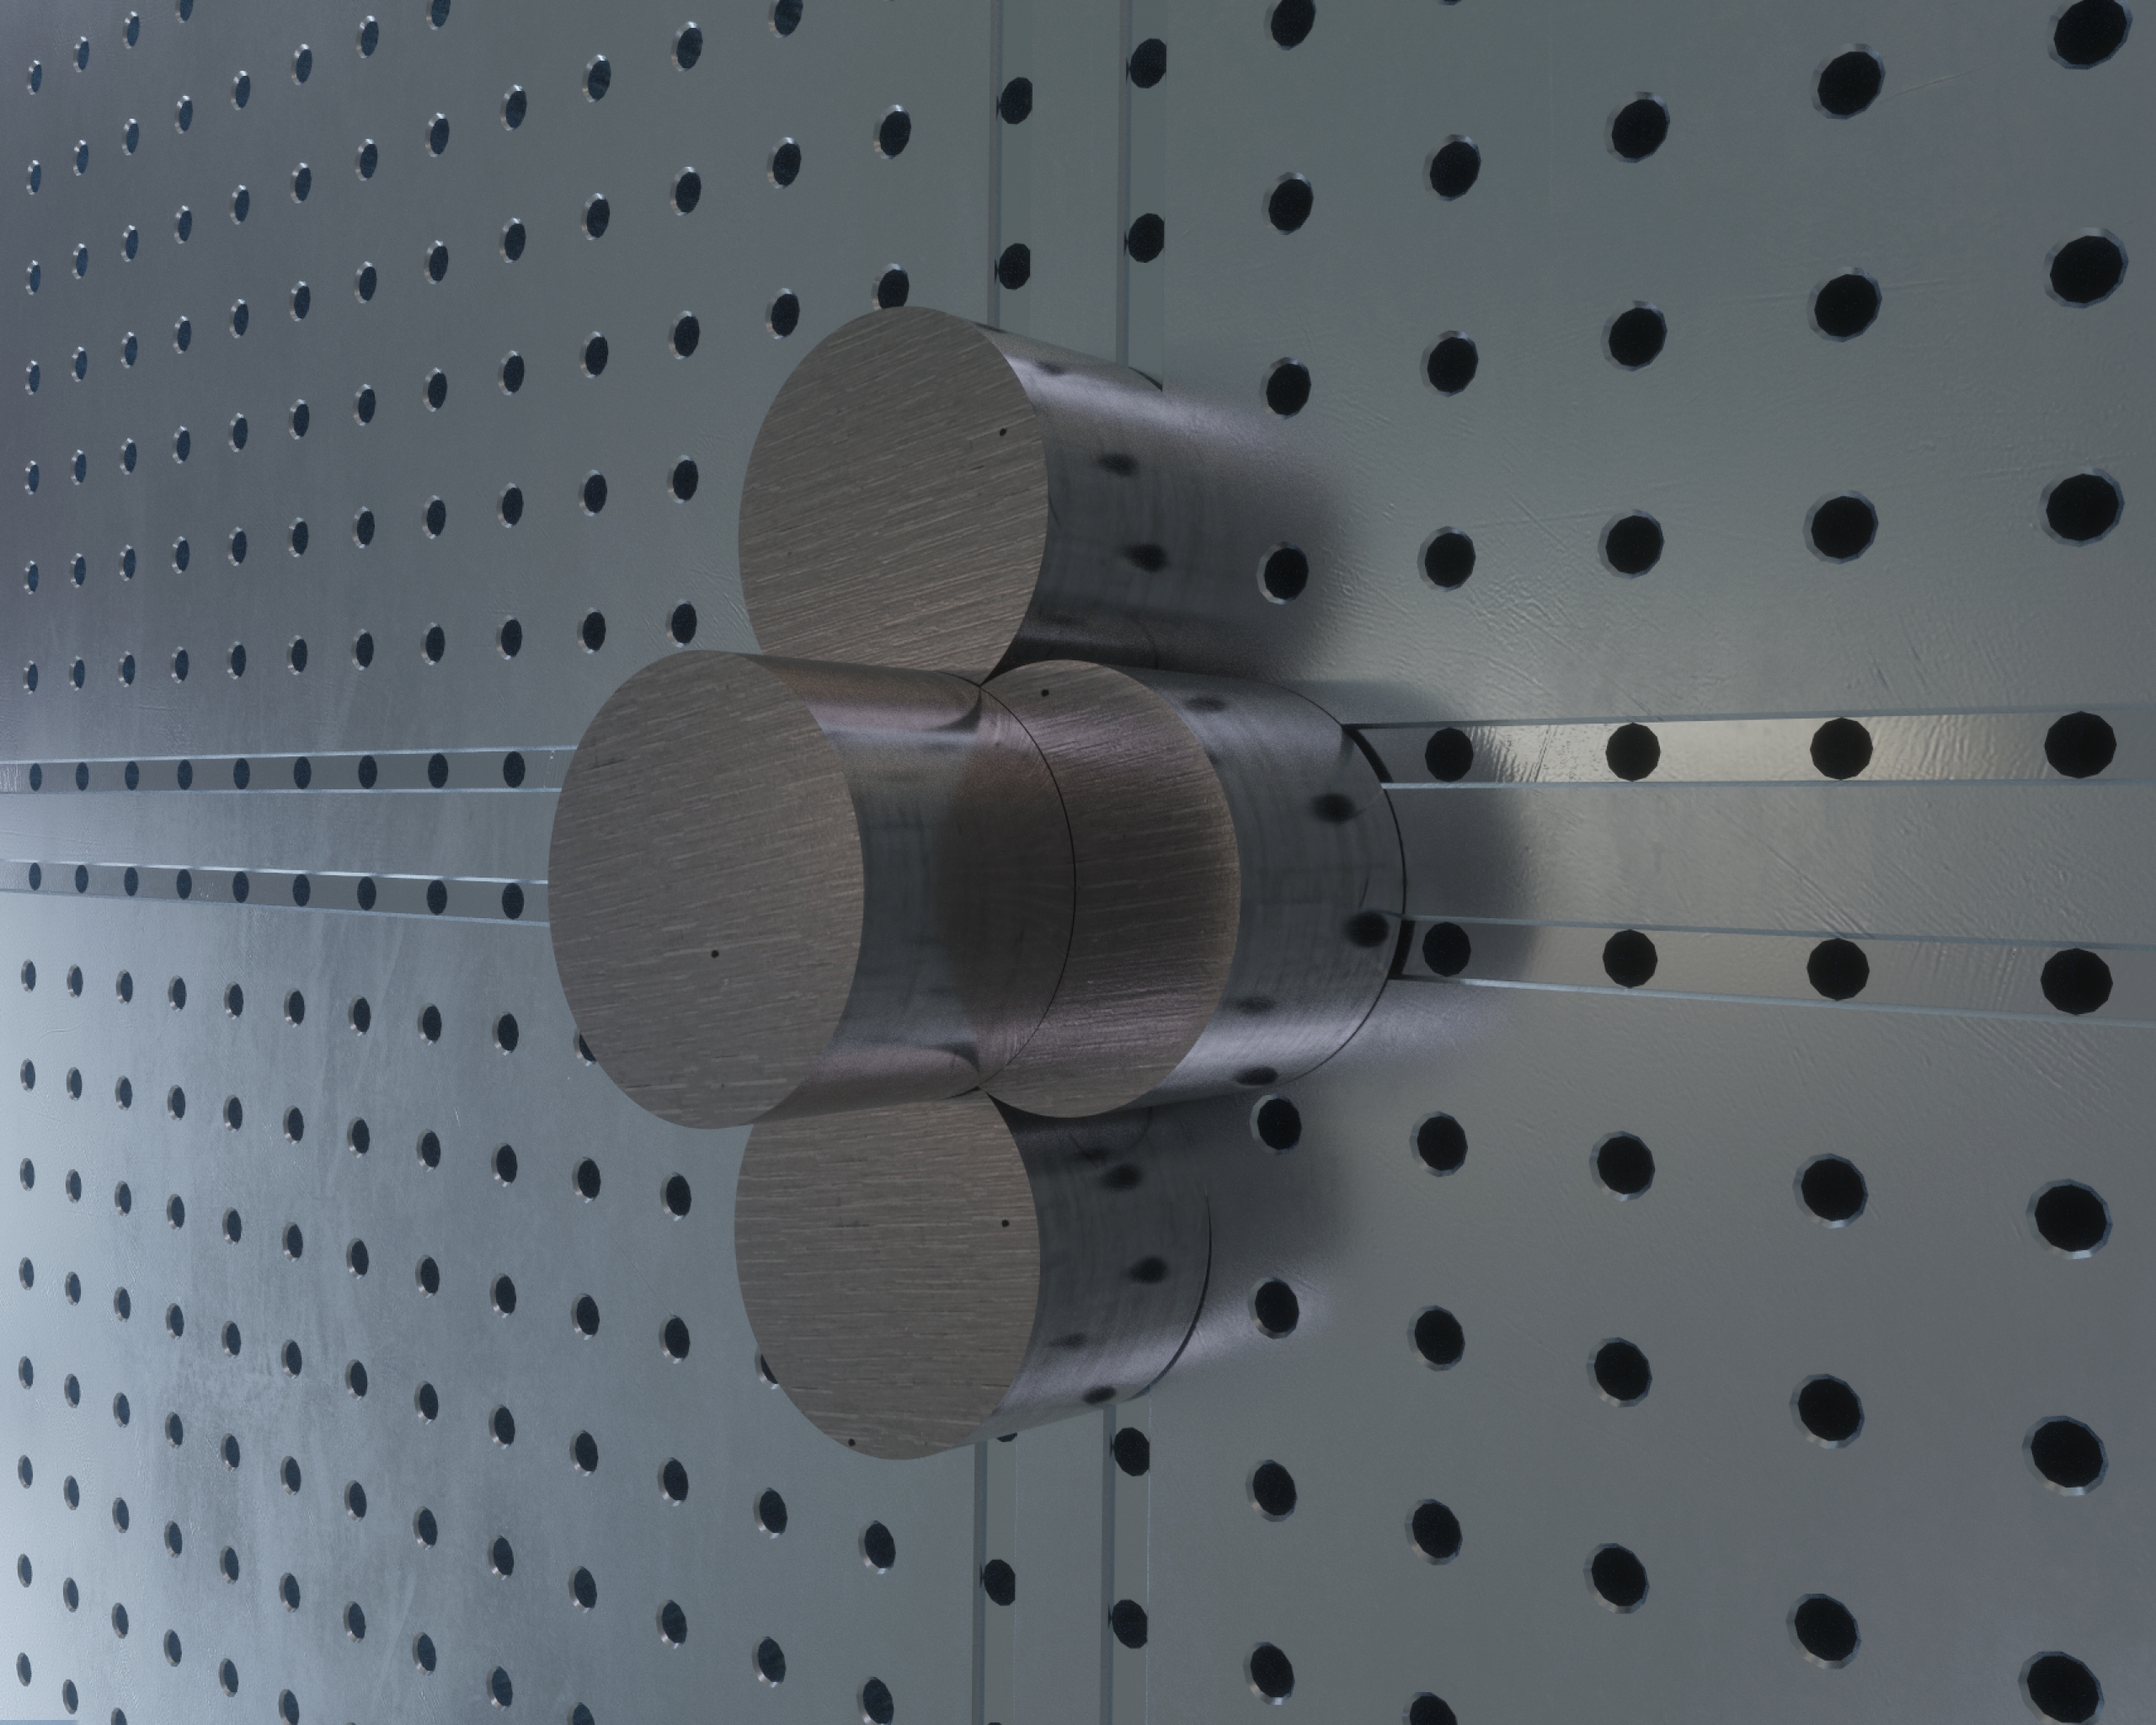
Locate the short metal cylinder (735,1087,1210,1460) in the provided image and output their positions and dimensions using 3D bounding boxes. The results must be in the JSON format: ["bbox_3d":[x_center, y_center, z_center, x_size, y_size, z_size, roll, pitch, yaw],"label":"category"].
[{"bbox_3d":[-0.022,0.072,0.410,0.080,0.050,0.080,-2,87,39],"label":"short metal cylinder"}]

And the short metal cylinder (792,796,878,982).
[{"bbox_3d":[-0.053,0.004,0.437,0.080,0.050,0.079,0,90,40],"label":"short metal cylinder"}]

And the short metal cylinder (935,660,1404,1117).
[{"bbox_3d":[0.012,0.004,0.383,0.080,0.050,0.080,0,90,40],"label":"short metal cylinder"}]

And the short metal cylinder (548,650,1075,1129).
[{"bbox_3d":[-0.048,0.004,0.366,0.080,0.050,0.079,0,90,40],"label":"short metal cylinder"}]

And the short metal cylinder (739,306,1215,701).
[{"bbox_3d":[-0.021,-0.064,0.410,0.080,0.050,0.079,0,90,39],"label":"short metal cylinder"}]
